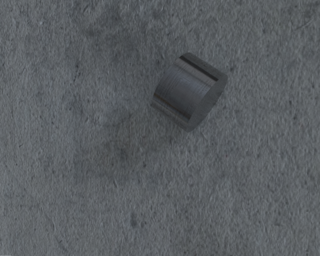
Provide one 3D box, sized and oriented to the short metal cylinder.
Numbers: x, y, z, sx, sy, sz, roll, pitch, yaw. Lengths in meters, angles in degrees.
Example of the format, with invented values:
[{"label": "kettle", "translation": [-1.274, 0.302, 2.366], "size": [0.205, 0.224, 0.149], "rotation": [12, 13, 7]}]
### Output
[{"label": "short metal cylinder", "translation": [0.036, -0.041, 0.367], "size": [0.050, 0.080, 0.080], "rotation": [37, 102, 16]}]
